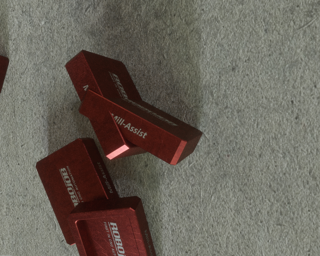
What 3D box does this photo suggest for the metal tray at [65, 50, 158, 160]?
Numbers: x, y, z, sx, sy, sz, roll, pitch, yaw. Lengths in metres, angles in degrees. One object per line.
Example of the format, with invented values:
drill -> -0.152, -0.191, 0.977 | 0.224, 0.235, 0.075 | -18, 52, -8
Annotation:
metal tray -> -0.055, -0.029, 0.389 | 0.030, 0.090, 0.130 | -32, 77, 23

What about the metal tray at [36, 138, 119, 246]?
metal tray -> -0.115, 0.090, 0.447 | 0.090, 0.030, 0.130 | -29, 81, 17

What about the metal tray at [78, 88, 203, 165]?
metal tray -> -0.020, -0.007, 0.376 | 0.130, 0.090, 0.030 | 28, 104, 14

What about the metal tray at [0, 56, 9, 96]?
metal tray -> -0.323, -0.094, 0.520 | 0.130, 0.030, 0.089 | 21, 97, 18

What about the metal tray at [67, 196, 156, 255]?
metal tray -> -0.056, 0.157, 0.402 | 0.090, 0.030, 0.129 | -10, 104, 14
